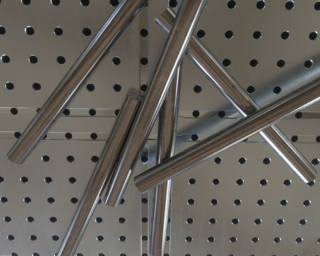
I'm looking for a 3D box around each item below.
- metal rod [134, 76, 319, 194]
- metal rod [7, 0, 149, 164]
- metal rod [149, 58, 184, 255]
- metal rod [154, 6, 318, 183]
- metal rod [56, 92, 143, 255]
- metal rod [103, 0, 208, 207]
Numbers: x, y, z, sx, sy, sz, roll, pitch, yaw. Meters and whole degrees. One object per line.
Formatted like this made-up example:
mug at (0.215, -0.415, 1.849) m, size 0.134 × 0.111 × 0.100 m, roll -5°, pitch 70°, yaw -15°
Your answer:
metal rod at (0.101, 0.003, 0.387) m, size 0.300 × 0.025 × 0.025 m, roll -29°, pitch 108°, yaw 10°
metal rod at (-0.102, -0.066, 0.388) m, size 0.025 × 0.025 × 0.299 m, roll 38°, pitch 105°, yaw -13°
metal rod at (0.006, 0.052, 0.432) m, size 0.025 × 0.025 × 0.298 m, roll 4°, pitch 110°, yaw -2°
metal rod at (0.107, -0.033, 0.401) m, size 0.025 × 0.025 × 0.300 m, roll -42°, pitch 105°, yaw 14°
metal rod at (-0.093, 0.087, 0.444) m, size 0.025 × 0.025 × 0.298 m, roll 24°, pitch 108°, yaw -9°
metal rod at (-0.016, -0.017, 0.388) m, size 0.025 × 0.025 × 0.298 m, roll 20°, pitch 116°, yaw -8°
